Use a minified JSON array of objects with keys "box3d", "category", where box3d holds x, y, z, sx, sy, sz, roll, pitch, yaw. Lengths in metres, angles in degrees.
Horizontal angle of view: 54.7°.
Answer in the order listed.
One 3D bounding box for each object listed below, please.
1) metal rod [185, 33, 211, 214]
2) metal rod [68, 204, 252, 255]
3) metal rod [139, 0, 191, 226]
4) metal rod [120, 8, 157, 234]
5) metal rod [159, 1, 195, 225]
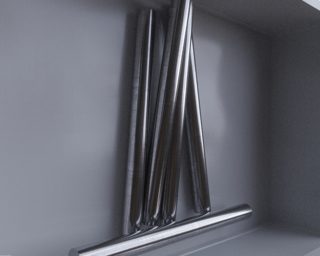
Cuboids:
[{"box3d":[0.046,-0.024,0.444,0.025,0.025,0.298,-12,98,-39],"category":"metal rod"},{"box3d":[0.029,0.131,0.397,0.302,0.025,0.025,2,89,-44],"category":"metal rod"},{"box3d":[0.007,-0.028,0.386,0.025,0.025,0.298,6,94,-40],"category":"metal rod"},{"box3d":[-0.027,0.003,0.383,0.025,0.025,0.298,6,86,-40],"category":"metal rod"},{"box3d":[0.020,-0.014,0.409,0.025,0.025,0.298,3,92,-40],"category":"metal rod"}]
